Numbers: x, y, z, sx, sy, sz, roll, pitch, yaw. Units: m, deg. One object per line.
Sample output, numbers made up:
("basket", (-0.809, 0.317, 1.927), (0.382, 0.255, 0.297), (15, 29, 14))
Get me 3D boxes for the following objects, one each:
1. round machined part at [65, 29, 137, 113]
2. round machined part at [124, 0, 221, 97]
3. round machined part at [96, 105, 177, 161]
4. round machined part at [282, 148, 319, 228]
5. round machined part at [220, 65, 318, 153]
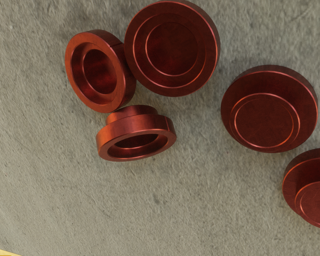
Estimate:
("round machined part", (-0.066, -0.071, 0.378), (0.098, 0.042, 0.097), (19, 124, 30))
("round machined part", (0.015, -0.086, 0.330), (0.098, 0.042, 0.097), (9, 121, 16))
("round machined part", (-0.031, 0.005, 0.391), (0.098, 0.099, 0.042), (-34, 60, 38))
("round machined part", (0.188, 0.074, 0.343), (0.098, 0.042, 0.097), (13, 124, 20))
("round machined part", (0.112, -0.014, 0.328), (0.098, 0.042, 0.097), (13, 124, 20))
